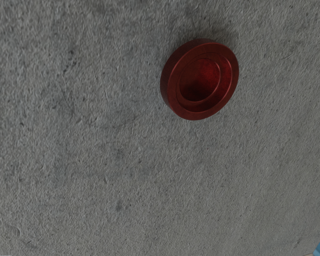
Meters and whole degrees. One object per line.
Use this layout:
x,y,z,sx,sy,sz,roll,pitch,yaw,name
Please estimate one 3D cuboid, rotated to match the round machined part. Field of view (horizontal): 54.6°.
0.044,-0.062,0.381,0.099,0.042,0.097,-14,124,-21,round machined part
